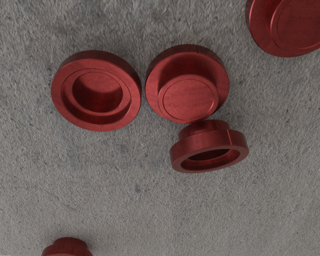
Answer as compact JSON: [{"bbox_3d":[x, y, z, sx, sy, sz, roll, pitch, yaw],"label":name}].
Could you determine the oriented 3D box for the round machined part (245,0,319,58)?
[{"bbox_3d":[0.137,-0.112,0.302,0.099,0.042,0.097,0,130,0],"label":"round machined part"}]

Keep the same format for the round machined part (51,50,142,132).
[{"bbox_3d":[-0.070,-0.045,0.357,0.099,0.042,0.097,0,130,0],"label":"round machined part"}]

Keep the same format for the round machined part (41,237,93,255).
[{"bbox_3d":[-0.180,0.251,0.608,0.099,0.042,0.097,0,130,0],"label":"round machined part"}]

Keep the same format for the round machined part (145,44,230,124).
[{"bbox_3d":[0.031,-0.043,0.359,0.099,0.042,0.097,0,130,0],"label":"round machined part"}]

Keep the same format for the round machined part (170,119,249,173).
[{"bbox_3d":[0.061,0.023,0.400,0.099,0.042,0.098,-8,155,-3],"label":"round machined part"}]
